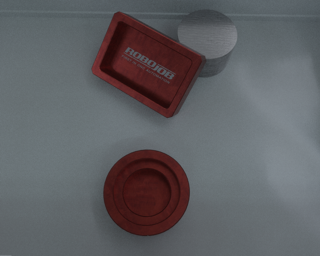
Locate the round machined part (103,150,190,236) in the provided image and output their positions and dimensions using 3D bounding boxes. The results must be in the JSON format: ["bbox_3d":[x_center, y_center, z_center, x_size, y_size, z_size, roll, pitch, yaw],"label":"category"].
[{"bbox_3d":[-0.015,0.078,0.372,0.099,0.042,0.098,0,70,-1],"label":"round machined part"}]

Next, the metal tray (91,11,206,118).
[{"bbox_3d":[-0.017,-0.084,0.411,0.130,0.030,0.089,31,109,10],"label":"metal tray"}]

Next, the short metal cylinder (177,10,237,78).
[{"bbox_3d":[0.064,-0.119,0.441,0.081,0.050,0.080,0,70,0],"label":"short metal cylinder"}]
